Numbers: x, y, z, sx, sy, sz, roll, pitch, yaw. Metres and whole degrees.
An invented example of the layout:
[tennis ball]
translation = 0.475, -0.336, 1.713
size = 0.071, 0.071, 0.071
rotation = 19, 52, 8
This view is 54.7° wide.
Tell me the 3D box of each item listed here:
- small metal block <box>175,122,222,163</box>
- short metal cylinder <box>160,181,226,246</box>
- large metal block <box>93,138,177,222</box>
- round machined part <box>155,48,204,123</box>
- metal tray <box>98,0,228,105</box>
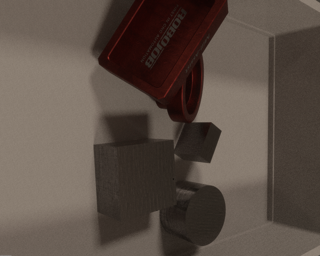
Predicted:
[small metal block]
translation = 0.052, 0.020, 0.437
size = 0.025, 0.050, 0.050
rotation = 36, 68, -35
[short metal cylinder]
translation = 0.046, 0.116, 0.432
size = 0.081, 0.050, 0.079
rotation = 0, 90, -40
[large metal block]
translation = -0.028, 0.056, 0.368
size = 0.081, 0.050, 0.079
rotation = -5, 94, -40
[round machined part]
translation = 0.024, -0.057, 0.400
size = 0.098, 0.042, 0.097
rotation = 7, 91, -70
[metal tray]
translation = 0.004, -0.102, 0.343
size = 0.130, 0.090, 0.030
rotation = -58, 163, 0
